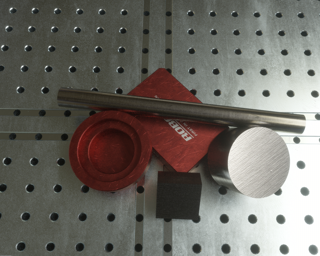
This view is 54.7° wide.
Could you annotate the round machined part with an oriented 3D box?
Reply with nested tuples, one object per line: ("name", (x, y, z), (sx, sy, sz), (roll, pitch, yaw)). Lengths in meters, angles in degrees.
("round machined part", (-0.058, 0.030, 0.386), (0.099, 0.042, 0.098), (-1, 76, 4))

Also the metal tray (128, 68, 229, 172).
("metal tray", (0.015, -0.008, 0.413), (0.090, 0.030, 0.130), (-42, 76, -14))

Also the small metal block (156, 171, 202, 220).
("small metal block", (0.021, 0.080, 0.368), (0.050, 0.025, 0.050), (3, 113, 0))

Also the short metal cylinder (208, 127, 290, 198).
("short metal cylinder", (0.104, 0.039, 0.369), (0.081, 0.050, 0.079), (0, 89, -17))

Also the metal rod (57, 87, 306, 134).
("metal rod", (0.025, -0.022, 0.386), (0.302, 0.025, 0.025), (7, 70, 2))
